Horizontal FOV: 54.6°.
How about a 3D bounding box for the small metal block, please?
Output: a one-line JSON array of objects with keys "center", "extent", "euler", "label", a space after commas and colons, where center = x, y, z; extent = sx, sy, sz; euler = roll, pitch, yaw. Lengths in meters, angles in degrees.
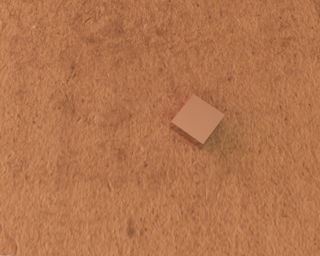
[{"center": [0.049, -0.008, 0.412], "extent": [0.050, 0.025, 0.050], "euler": [36, 74, 12], "label": "small metal block"}]
